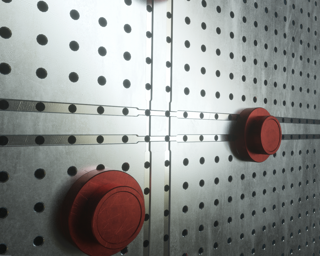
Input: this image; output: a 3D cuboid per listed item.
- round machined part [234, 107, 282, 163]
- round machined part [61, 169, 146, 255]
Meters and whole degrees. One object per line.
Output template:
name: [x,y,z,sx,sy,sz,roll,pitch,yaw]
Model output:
round machined part: [0.178,0.012,0.545,0.099,0.042,0.097,0,90,-40]
round machined part: [-0.056,0.096,0.351,0.099,0.042,0.097,0,90,-40]
